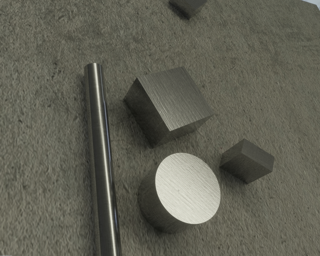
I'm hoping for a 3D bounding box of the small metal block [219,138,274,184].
[{"bbox_3d":[0.118,0.047,0.425,0.050,0.050,0.025,31,52,-9],"label":"small metal block"}]

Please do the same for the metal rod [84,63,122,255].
[{"bbox_3d":[-0.062,0.055,0.337,0.025,0.025,0.299,4,60,-27],"label":"metal rod"}]

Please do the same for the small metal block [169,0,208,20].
[{"bbox_3d":[0.053,-0.237,0.579,0.050,0.025,0.050,42,51,0],"label":"small metal block"}]

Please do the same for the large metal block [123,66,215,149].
[{"bbox_3d":[0.012,-0.029,0.413,0.081,0.050,0.080,-21,73,-36],"label":"large metal block"}]

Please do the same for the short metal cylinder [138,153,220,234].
[{"bbox_3d":[0.021,0.075,0.355,0.081,0.050,0.080,14,56,-21],"label":"short metal cylinder"}]
